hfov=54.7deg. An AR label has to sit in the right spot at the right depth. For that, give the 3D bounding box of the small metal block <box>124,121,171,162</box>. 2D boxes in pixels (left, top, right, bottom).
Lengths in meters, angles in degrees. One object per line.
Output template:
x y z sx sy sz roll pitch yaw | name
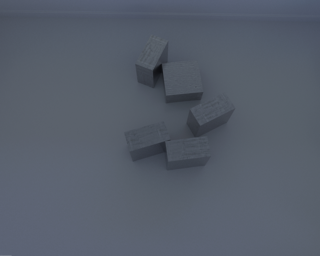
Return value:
-0.015 0.018 0.390 0.050 0.050 0.025 -16 71 -6 | small metal block

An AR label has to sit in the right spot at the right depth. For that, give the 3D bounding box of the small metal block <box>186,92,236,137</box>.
0.065 -0.015 0.403 0.050 0.050 0.025 -26 73 -9 | small metal block

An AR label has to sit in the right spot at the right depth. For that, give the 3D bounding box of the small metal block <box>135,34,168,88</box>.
-0.010 -0.091 0.430 0.025 0.050 0.050 23 72 8 | small metal block

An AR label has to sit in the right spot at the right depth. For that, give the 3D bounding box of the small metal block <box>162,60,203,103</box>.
0.030 -0.065 0.434 0.050 0.025 0.050 -6 70 -3 | small metal block

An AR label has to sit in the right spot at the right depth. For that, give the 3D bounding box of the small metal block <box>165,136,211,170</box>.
0.033 0.032 0.385 0.050 0.050 0.025 -7 71 -3 | small metal block
